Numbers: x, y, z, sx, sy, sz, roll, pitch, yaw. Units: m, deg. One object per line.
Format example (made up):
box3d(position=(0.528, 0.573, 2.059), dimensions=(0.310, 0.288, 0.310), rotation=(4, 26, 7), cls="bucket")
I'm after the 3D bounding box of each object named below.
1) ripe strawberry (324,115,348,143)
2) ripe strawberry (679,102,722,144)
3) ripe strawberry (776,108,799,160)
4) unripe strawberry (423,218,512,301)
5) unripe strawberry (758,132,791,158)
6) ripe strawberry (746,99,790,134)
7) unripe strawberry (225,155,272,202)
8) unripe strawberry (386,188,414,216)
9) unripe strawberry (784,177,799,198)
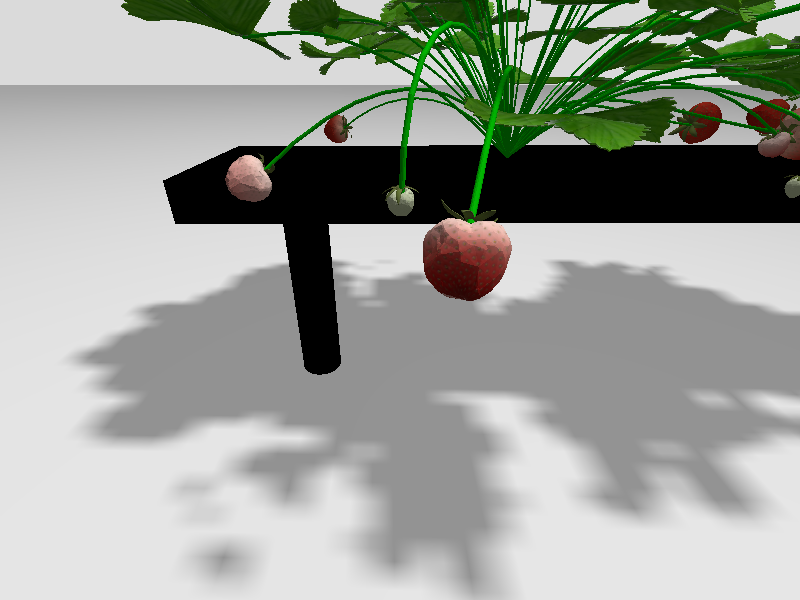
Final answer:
box3d(position=(-0.062, -0.167, 0.392), dimensions=(0.024, 0.025, 0.022), rotation=(0, 27, 29), cls="ripe strawberry")
box3d(position=(0.292, -0.171, 0.386), dimensions=(0.035, 0.037, 0.033), rotation=(-9, 31, -17), cls="ripe strawberry")
box3d(position=(0.335, -0.136, 0.327), dimensions=(0.042, 0.041, 0.039), rotation=(0, 30, 0), cls="ripe strawberry")
box3d(position=(0.020, -0.012, 0.122), dimensions=(0.027, 0.024, 0.024), rotation=(8, -12, 14), cls="unripe strawberry")
box3d(position=(0.304, -0.125, 0.325), dimensions=(0.020, 0.019, 0.018), rotation=(-27, 25, 16), cls="unripe strawberry")
box3d(position=(0.429, -0.215, 0.469), dimensions=(0.035, 0.037, 0.038), rotation=(-18, 34, -29), cls="ripe strawberry")
box3d(position=(-0.081, -0.063, 0.212), dimensions=(0.022, 0.023, 0.021), rotation=(-36, 43, -22), cls="unripe strawberry")
box3d(position=(0.000, -0.035, 0.145), dimensions=(0.011, 0.010, 0.010), rotation=(12, 32, 20), cls="unripe strawberry")
box3d(position=(0.218, -0.062, 0.220), dimensions=(0.011, 0.011, 0.010), rotation=(-26, 39, -38), cls="unripe strawberry")
